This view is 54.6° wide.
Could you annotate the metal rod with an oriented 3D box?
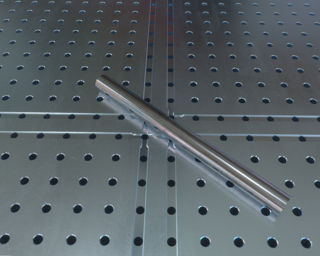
[{"bbox_3d":[0.024,0.008,0.401,0.300,0.025,0.025,35,58,25],"label":"metal rod"}]
